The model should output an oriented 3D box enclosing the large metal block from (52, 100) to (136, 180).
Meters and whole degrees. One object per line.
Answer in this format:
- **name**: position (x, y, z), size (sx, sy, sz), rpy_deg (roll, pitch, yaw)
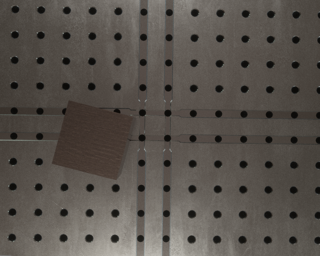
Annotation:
- **large metal block**: position (-0.082, 0.015, 0.400), size (0.080, 0.050, 0.080), rpy_deg (15, 90, -1)
